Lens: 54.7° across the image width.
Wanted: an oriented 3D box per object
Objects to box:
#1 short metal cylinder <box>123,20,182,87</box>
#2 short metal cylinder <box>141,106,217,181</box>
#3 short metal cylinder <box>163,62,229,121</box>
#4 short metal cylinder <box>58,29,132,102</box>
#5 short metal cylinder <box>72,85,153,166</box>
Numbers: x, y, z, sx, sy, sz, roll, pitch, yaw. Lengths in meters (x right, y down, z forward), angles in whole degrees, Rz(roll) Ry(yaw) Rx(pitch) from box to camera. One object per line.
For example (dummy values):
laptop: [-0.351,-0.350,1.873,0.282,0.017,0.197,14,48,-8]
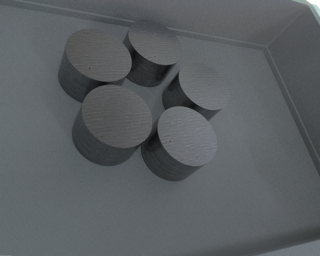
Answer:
short metal cylinder: [-0.016,-0.107,0.443,0.081,0.050,0.080,14,56,-21]
short metal cylinder: [0.023,0.020,0.387,0.081,0.050,0.080,14,56,-21]
short metal cylinder: [0.051,-0.047,0.443,0.081,0.050,0.080,14,56,-21]
short metal cylinder: [-0.082,-0.076,0.389,0.081,0.050,0.080,14,56,-21]
short metal cylinder: [-0.056,-0.003,0.359,0.081,0.050,0.080,14,56,-21]
